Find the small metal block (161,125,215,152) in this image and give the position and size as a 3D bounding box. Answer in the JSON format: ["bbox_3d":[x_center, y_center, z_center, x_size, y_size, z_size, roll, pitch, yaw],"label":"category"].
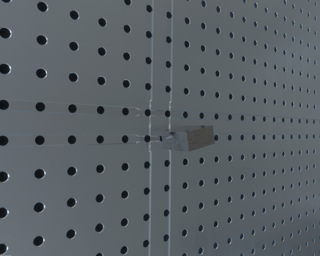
[{"bbox_3d":[0.038,0.013,0.424,0.050,0.050,0.025,-13,99,-39],"label":"small metal block"}]
